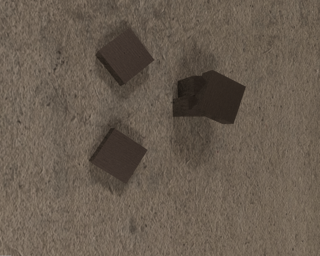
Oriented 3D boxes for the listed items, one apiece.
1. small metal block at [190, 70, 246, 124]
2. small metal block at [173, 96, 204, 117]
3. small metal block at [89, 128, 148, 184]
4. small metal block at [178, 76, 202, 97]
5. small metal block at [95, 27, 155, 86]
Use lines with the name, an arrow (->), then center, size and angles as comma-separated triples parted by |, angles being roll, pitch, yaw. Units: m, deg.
small metal block -> 0.072, -0.037, 0.384 | 0.050, 0.025, 0.050 | 22, 82, -19
small metal block -> 0.050, -0.028, 0.416 | 0.050, 0.050, 0.025 | -1, 91, -21
small metal block -> -0.053, 0.035, 0.390 | 0.050, 0.025, 0.050 | 35, 78, -17
small metal block -> 0.057, -0.053, 0.418 | 0.050, 0.050, 0.025 | -1, 90, -20
small metal block -> -0.045, -0.089, 0.393 | 0.050, 0.025, 0.050 | -42, 104, -15
